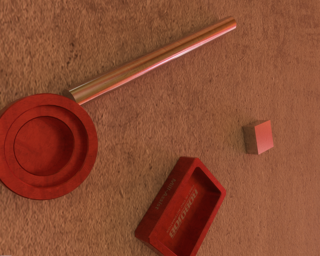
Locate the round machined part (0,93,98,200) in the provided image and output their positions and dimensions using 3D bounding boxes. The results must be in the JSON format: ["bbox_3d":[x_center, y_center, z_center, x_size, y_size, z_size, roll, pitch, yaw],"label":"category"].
[{"bbox_3d":[-0.114,0.017,0.298,0.099,0.042,0.097,0,90,-40],"label":"round machined part"}]

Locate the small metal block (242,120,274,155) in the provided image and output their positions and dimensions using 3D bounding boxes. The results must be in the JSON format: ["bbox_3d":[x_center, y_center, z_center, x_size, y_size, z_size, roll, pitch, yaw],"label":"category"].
[{"bbox_3d":[0.175,0.016,0.551,0.050,0.025,0.050,-18,102,-39],"label":"small metal block"}]

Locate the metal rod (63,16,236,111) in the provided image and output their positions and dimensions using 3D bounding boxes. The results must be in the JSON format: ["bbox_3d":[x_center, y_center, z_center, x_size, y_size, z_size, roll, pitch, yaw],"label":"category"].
[{"bbox_3d":[0.009,-0.098,0.411,0.302,0.025,0.025,-34,111,-35],"label":"metal rod"}]

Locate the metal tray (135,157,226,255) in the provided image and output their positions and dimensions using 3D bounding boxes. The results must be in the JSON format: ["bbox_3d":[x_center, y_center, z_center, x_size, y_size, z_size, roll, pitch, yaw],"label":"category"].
[{"bbox_3d":[0.034,0.116,0.429,0.090,0.030,0.130,49,61,-29],"label":"metal tray"}]
